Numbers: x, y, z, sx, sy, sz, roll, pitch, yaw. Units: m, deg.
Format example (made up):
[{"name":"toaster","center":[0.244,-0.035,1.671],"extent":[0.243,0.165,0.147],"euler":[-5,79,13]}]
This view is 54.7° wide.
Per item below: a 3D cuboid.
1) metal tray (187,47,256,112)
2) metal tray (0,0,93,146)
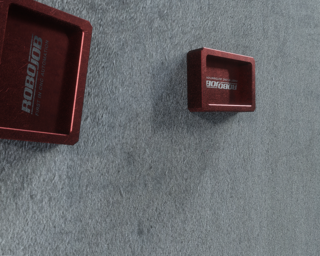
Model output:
[{"name":"metal tray","center":[0.099,-0.070,0.483],"extent":[0.131,0.030,0.089],"euler":[-2,91,-40]},{"name":"metal tray","center":[-0.120,-0.052,0.300],"extent":[0.091,0.030,0.129],"euler":[10,84,-40]}]
